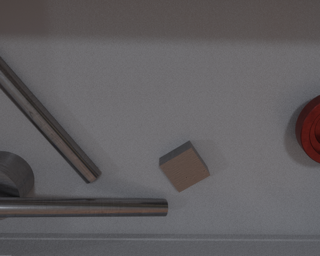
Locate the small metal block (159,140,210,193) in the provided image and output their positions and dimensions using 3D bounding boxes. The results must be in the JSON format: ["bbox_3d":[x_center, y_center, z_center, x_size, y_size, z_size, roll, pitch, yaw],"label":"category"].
[{"bbox_3d":[0.034,0.054,0.432,0.050,0.025,0.050,-32,108,10],"label":"small metal block"}]

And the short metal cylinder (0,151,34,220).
[{"bbox_3d":[-0.222,0.078,0.424,0.081,0.050,0.079,0,110,-1],"label":"short metal cylinder"}]

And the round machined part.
[{"bbox_3d":[0.226,-0.003,0.402,0.099,0.042,0.097,1,112,3],"label":"round machined part"}]

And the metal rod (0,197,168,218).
[{"bbox_3d":[-0.135,0.105,0.408,0.302,0.025,0.025,5,111,-19],"label":"metal rod"}]

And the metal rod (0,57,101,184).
[{"bbox_3d":[-0.180,-0.045,0.392,0.025,0.025,0.300,-34,107,11],"label":"metal rod"}]
